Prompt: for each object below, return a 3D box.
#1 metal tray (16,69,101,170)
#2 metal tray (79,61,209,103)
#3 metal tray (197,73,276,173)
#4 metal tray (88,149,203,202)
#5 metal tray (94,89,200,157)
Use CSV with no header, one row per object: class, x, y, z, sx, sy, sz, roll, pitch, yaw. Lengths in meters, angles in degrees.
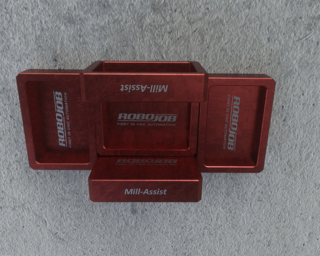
metal tray,-0.127,-0.009,0.403,0.091,0.030,0.129,0,110,-1
metal tray,-0.016,-0.056,0.356,0.131,0.090,0.030,0,110,-1
metal tray,0.095,-0.005,0.408,0.091,0.030,0.129,0,110,-1
metal tray,-0.017,0.057,0.396,0.131,0.090,0.030,0,110,-1
metal tray,-0.017,-0.010,0.404,0.131,0.030,0.089,1,110,-1
